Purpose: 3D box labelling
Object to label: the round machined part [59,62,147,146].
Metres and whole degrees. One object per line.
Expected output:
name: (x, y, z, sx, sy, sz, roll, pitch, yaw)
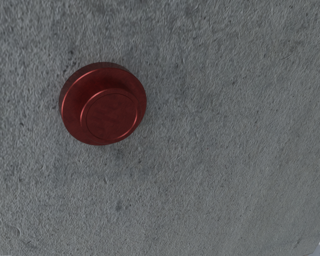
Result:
round machined part: (-0.060, -0.021, 0.350, 0.099, 0.042, 0.097, -14, 124, -21)
